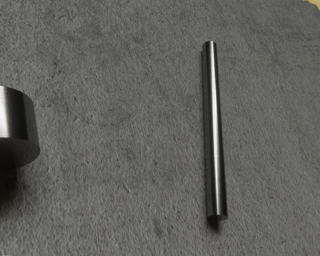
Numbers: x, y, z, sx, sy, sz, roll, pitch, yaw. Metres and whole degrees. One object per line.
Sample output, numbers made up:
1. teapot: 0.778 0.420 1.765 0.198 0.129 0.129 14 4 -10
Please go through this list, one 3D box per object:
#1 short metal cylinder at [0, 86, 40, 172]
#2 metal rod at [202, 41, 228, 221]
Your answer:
1. short metal cylinder: -0.155 0.004 0.283 0.081 0.080 0.050 -4 64 -30
2. metal rod: 0.078 -0.016 0.457 0.025 0.025 0.300 17 55 -19
